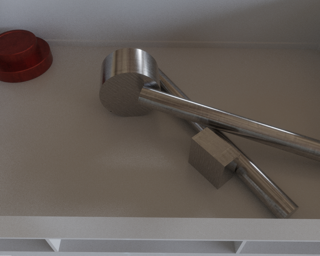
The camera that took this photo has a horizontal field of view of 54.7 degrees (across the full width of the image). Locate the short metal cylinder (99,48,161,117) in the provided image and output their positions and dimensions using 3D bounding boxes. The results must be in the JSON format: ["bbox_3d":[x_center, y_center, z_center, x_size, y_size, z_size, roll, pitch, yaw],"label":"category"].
[{"bbox_3d":[-0.040,-0.060,0.420,0.081,0.080,0.050,-3,50,-3],"label":"short metal cylinder"}]

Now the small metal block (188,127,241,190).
[{"bbox_3d":[0.061,0.035,0.360,0.025,0.050,0.050,-33,58,-25],"label":"small metal block"}]

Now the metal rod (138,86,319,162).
[{"bbox_3d":[0.120,0.005,0.378,0.301,0.025,0.025,18,52,4],"label":"metal rod"}]

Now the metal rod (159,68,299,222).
[{"bbox_3d":[0.056,-0.004,0.409,0.025,0.025,0.300,-26,55,-21],"label":"metal rod"}]

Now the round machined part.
[{"bbox_3d":[-0.226,-0.120,0.492,0.099,0.042,0.098,0,50,0],"label":"round machined part"}]
